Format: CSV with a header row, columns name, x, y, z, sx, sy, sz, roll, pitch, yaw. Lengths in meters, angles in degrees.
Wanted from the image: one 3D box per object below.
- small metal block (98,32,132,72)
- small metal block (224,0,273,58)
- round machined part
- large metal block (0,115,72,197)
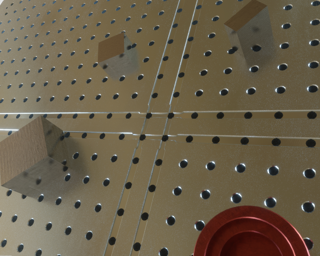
name,x,y,z,sx,sy,sz,roll,pitch,yaw
small metal block,-0.077,-0.129,0.525,0.050,0.025,0.050,-17,55,17
small metal block,0.118,-0.131,0.410,0.050,0.050,0.025,-40,51,1
round machined part,0.083,0.123,0.278,0.098,0.042,0.098,-13,56,20
large metal block,-0.188,0.042,0.463,0.080,0.050,0.080,-32,52,7
